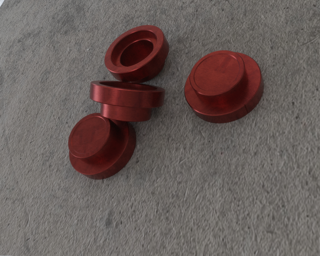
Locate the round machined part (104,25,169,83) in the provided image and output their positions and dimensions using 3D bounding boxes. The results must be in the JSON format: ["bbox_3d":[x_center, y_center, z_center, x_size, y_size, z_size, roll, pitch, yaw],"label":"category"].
[{"bbox_3d":[-0.031,-0.107,0.472,0.098,0.042,0.098,-14,52,18],"label":"round machined part"}]

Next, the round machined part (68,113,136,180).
[{"bbox_3d":[-0.086,0.018,0.427,0.098,0.042,0.098,-13,56,21],"label":"round machined part"}]

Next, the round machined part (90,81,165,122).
[{"bbox_3d":[-0.044,-0.036,0.415,0.098,0.099,0.042,16,106,34],"label":"round machined part"}]

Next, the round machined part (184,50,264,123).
[{"bbox_3d":[0.076,-0.058,0.389,0.098,0.042,0.098,-13,56,21],"label":"round machined part"}]
